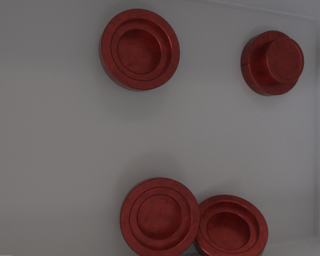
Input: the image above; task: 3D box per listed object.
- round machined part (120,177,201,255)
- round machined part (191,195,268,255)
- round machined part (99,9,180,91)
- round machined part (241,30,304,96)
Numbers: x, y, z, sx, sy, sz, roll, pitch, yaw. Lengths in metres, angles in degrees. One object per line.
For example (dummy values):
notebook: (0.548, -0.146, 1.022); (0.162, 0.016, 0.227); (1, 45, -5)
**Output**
round machined part: (-0.002, 0.111, 0.394); (0.099, 0.042, 0.097); (1, 84, -9)
round machined part: (0.091, 0.142, 0.416); (0.099, 0.098, 0.042); (-21, 134, -19)
round machined part: (-0.028, -0.095, 0.391); (0.099, 0.042, 0.097); (0, 90, -20)
round machined part: (0.175, -0.098, 0.465); (0.099, 0.042, 0.097); (0, 90, -20)
